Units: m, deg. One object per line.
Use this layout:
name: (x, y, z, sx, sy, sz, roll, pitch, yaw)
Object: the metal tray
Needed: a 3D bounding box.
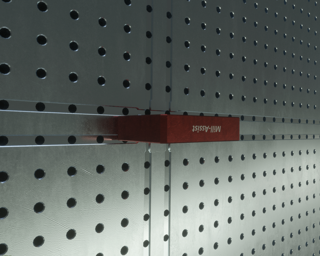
metal tray: (0.025, 0.001, 0.386, 0.131, 0.090, 0.030, 0, 90, -40)
